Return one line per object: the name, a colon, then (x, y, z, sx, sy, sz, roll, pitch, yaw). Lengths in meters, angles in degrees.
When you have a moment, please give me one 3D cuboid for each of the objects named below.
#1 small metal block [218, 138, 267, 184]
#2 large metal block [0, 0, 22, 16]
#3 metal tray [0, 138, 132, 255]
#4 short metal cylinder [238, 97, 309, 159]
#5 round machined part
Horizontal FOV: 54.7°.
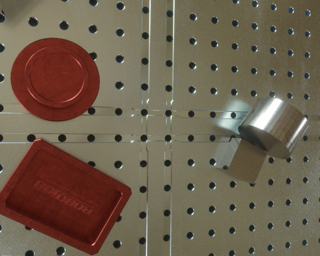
small metal block: (0.123, 0.048, 0.458, 0.050, 0.025, 0.050, 29, 81, -18)
large metal block: (-0.176, -0.185, 0.334, 0.080, 0.050, 0.080, 41, 77, -16)
metal tray: (-0.111, 0.081, 0.368, 0.130, 0.030, 0.090, 33, 79, -17)
short metal cylinder: (0.160, 0.001, 0.442, 0.080, 0.080, 0.050, 40, 77, -16)
round machined part: (-0.119, -0.056, 0.359, 0.099, 0.042, 0.097, 0, 90, -20)
